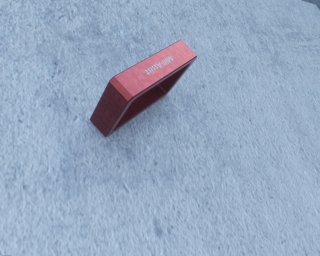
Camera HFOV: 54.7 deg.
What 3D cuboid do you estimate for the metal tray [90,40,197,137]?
[{"bbox_3d":[-0.019,-0.050,0.383,0.030,0.090,0.131,48,51,4],"label":"metal tray"}]
